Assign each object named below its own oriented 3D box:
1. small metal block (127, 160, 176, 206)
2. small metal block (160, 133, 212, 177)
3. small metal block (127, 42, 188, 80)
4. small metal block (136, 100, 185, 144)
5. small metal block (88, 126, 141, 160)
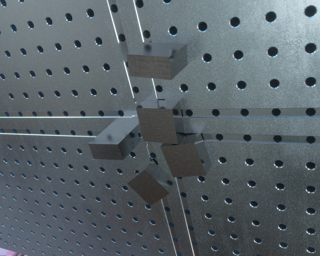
[{"bbox_3d":[-0.013,0.083,0.468,0.050,0.025,0.050,45,129,-4],"label":"small metal block"},{"bbox_3d":[0.036,0.037,0.415,0.050,0.025,0.050,-9,114,32],"label":"small metal block"},{"bbox_3d":[-0.002,-0.077,0.347,0.050,0.050,0.025,9,122,23],"label":"small metal block"},{"bbox_3d":[0.001,-0.008,0.404,0.050,0.025,0.050,4,120,26],"label":"small metal block"},{"bbox_3d":[-0.064,0.021,0.440,0.050,0.050,0.025,0,118,28],"label":"small metal block"}]
